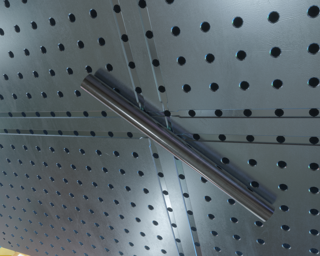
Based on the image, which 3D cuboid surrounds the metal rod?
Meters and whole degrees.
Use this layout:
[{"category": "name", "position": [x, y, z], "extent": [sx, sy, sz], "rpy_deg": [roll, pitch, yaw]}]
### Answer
[{"category": "metal rod", "position": [0.021, 0.024, 0.415], "extent": [0.300, 0.025, 0.025], "rpy_deg": [36, 129, 4]}]
